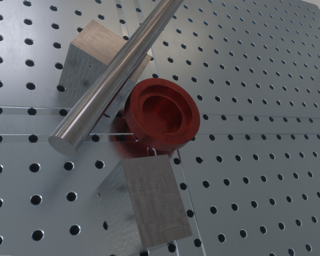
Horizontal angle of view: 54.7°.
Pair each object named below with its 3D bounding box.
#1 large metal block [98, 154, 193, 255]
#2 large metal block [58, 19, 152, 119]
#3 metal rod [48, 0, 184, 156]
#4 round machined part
[{"bbox_3d":[-0.020,0.081,0.312,0.050,0.080,0.080,-3,64,-30],"label":"large metal block"},{"bbox_3d":[-0.069,-0.068,0.378,0.080,0.080,0.050,31,52,-8],"label":"large metal block"},{"bbox_3d":[-0.026,-0.090,0.346,0.025,0.025,0.301,33,51,-7],"label":"metal rod"},{"bbox_3d":[0.000,-0.014,0.405,0.099,0.042,0.098,14,56,-21],"label":"round machined part"}]
